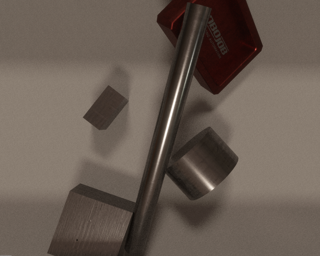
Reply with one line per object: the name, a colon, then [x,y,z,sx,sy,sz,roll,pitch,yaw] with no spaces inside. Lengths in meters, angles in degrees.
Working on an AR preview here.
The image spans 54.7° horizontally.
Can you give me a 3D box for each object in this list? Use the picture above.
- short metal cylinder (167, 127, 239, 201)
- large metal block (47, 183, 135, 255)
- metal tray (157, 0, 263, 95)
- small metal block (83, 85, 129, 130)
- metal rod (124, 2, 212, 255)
short metal cylinder: [0.049,0.043,0.385,0.080,0.080,0.050,-42,91,0]
large metal block: [-0.084,0.126,0.398,0.080,0.050,0.080,20,90,-1]
metal tray: [0.065,-0.110,0.367,0.090,0.130,0.030,-45,47,0]
small metal block: [-0.068,-0.025,0.398,0.025,0.050,0.050,38,90,-1]
metal rod: [0.003,0.018,0.348,0.025,0.025,0.298,14,109,-1]
